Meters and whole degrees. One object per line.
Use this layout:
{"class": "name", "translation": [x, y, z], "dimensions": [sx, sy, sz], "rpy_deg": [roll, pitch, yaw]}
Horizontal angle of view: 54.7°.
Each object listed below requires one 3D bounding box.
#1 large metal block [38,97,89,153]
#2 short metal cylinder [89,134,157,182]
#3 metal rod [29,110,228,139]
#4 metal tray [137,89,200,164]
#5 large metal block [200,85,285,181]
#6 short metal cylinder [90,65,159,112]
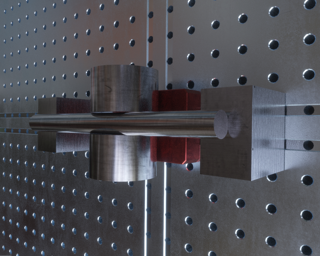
{"class": "large metal block", "translation": [-0.142, -0.005, 0.489], "dimensions": [0.050, 0.081, 0.080], "rpy_deg": [1, 91, 40]}
{"class": "short metal cylinder", "translation": [-0.044, 0.032, 0.371], "dimensions": [0.080, 0.081, 0.050], "rpy_deg": [1, 91, 40]}
{"class": "metal rod", "translation": [-0.064, -0.005, 0.357], "dimensions": [0.300, 0.025, 0.025], "rpy_deg": [1, 91, 40]}
{"class": "metal tray", "translation": [-0.009, -0.003, 0.414], "dimensions": [0.130, 0.030, 0.089], "rpy_deg": [2, 91, 40]}
{"class": "large metal block", "translation": [0.083, 0.004, 0.304], "dimensions": [0.050, 0.081, 0.080], "rpy_deg": [1, 91, 40]}
{"class": "short metal cylinder", "translation": [-0.042, -0.043, 0.369], "dimensions": [0.080, 0.081, 0.050], "rpy_deg": [1, 91, 40]}
